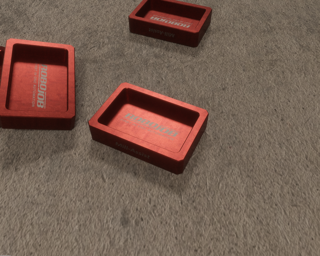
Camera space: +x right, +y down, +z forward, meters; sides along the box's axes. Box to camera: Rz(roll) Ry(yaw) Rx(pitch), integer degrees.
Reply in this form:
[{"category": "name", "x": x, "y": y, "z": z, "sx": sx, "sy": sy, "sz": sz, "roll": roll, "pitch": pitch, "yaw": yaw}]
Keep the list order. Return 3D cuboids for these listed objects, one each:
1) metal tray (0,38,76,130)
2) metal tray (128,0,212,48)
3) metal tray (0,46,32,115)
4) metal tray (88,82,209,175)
[{"category": "metal tray", "x": -0.163, "y": -0.060, "z": 0.420, "sx": 0.091, "sy": 0.030, "sz": 0.130, "roll": 2, "pitch": 58, "yaw": -19}, {"category": "metal tray", "x": 0.020, "y": -0.198, "z": 0.566, "sx": 0.130, "sy": 0.030, "sz": 0.090, "roll": 17, "pitch": 52, "yaw": 13}, {"category": "metal tray", "x": -0.236, "y": -0.062, "z": 0.448, "sx": 0.090, "sy": 0.030, "sz": 0.130, "roll": 17, "pitch": 52, "yaw": 13}, {"category": "metal tray", "x": -0.014, "y": -0.004, "z": 0.402, "sx": 0.130, "sy": 0.030, "sz": 0.090, "roll": 21, "pitch": 53, "yaw": 16}]
